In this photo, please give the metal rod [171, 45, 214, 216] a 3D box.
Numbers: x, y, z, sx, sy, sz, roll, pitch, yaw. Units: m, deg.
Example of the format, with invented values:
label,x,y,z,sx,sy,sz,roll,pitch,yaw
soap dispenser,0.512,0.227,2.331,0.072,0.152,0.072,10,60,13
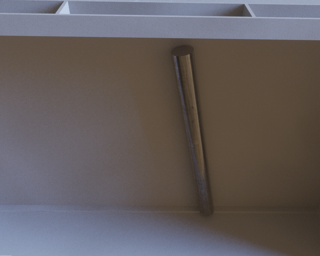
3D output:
label,x,y,z,sx,sy,sz,roll,pitch,yaw
metal rod,0.052,0.028,0.432,0.025,0.025,0.299,-8,130,7
